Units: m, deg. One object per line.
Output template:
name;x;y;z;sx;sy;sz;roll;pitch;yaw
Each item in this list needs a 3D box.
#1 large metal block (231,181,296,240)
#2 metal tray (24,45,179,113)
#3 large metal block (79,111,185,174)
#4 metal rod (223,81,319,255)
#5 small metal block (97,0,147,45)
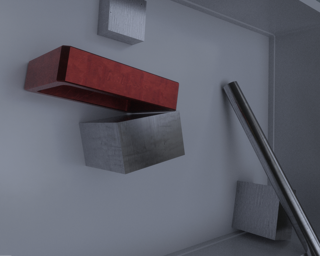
large metal block;0.173;0.136;0.520;0.050;0.080;0.080;16;80;-39
metal tray;-0.057;-0.042;0.318;0.131;0.090;0.030;11;83;-40
large metal block;-0.032;0.012;0.346;0.081;0.080;0.050;-13;99;-40
metal rod;0.173;0.063;0.473;0.025;0.025;0.299;-12;72;-40
small metal block;-0.045;-0.132;0.370;0.050;0.025;0.050;5;87;-40
